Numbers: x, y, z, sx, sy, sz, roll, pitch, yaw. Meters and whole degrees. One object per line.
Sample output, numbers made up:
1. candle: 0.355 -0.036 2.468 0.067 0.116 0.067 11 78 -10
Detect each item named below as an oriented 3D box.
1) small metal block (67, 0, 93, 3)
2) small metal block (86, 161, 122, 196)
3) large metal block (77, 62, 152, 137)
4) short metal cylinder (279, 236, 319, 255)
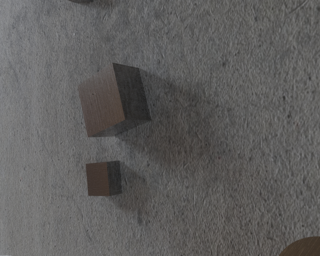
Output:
1. small metal block: -0.135 -0.239 0.516 0.050 0.025 0.050 17 101 38
2. small metal block: -0.087 0.077 0.477 0.050 0.025 0.050 -10 84 39
3. large metal block: -0.067 -0.037 0.444 0.080 0.050 0.080 -23 76 37
4. short metal cylinder: 0.137 0.135 0.253 0.080 0.050 0.080 -15 54 22
